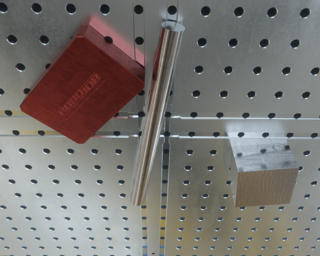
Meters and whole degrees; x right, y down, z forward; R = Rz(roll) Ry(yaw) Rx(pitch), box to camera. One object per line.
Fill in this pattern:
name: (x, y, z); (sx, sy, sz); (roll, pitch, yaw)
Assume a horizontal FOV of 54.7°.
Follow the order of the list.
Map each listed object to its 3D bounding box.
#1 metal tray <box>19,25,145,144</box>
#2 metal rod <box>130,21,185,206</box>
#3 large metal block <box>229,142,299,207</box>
metal tray: (-0.092, -0.045, 0.369); (0.090, 0.030, 0.130); (36, 121, -27)
metal rod: (-0.012, 0.006, 0.416); (0.025, 0.025, 0.298); (7, 130, -7)
large metal block: (0.149, 0.070, 0.457); (0.080, 0.050, 0.080); (-5, 130, 3)
